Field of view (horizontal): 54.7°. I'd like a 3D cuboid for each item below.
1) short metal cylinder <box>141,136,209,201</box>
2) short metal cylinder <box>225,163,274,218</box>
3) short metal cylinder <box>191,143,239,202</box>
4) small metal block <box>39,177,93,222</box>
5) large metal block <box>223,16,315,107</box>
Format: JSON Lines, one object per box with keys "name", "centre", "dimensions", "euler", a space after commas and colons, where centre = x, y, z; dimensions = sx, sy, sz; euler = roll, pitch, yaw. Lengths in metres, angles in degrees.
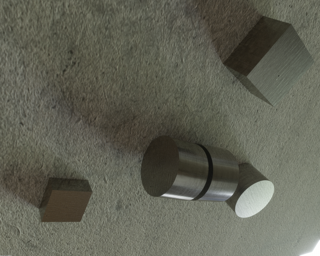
{"name": "short metal cylinder", "centre": [0.018, 0.054, 0.415], "dimensions": [0.050, 0.080, 0.080], "euler": [17, 109, -35]}
{"name": "short metal cylinder", "centre": [0.149, 0.108, 0.539], "dimensions": [0.081, 0.050, 0.079], "euler": [-14, 124, -21]}
{"name": "short metal cylinder", "centre": [0.067, 0.065, 0.448], "dimensions": [0.050, 0.080, 0.079], "euler": [12, 112, -34]}
{"name": "small metal block", "centre": [-0.122, 0.093, 0.398], "dimensions": [0.050, 0.025, 0.050], "euler": [11, 113, -33]}
{"name": "large metal block", "centre": [0.147, -0.088, 0.416], "dimensions": [0.080, 0.050, 0.080], "euler": [33, 100, -39]}
